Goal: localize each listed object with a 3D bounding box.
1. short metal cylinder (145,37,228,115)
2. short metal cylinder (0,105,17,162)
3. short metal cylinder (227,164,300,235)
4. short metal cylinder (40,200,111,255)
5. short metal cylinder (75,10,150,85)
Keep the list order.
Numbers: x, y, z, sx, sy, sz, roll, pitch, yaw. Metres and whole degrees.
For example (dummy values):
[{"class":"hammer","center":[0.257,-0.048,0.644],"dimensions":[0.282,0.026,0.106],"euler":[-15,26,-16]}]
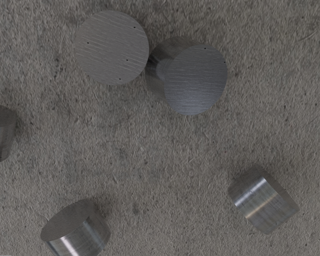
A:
[{"class":"short metal cylinder","center":[0.030,-0.061,0.358],"dimensions":[0.081,0.050,0.079],"euler":[-12,119,-23]},{"class":"short metal cylinder","center":[-0.223,0.004,0.380],"dimensions":[0.080,0.080,0.050],"euler":[17,109,-6]},{"class":"short metal cylinder","center":[0.138,0.094,0.416],"dimensions":[0.080,0.080,0.050],"euler":[40,105,-14]},{"class":"short metal cylinder","center":[-0.117,0.146,0.433],"dimensions":[0.080,0.080,0.050],"euler":[-24,108,8]},{"class":"short metal cylinder","center":[-0.052,-0.095,0.361],"dimensions":[0.081,0.050,0.079],"euler":[0,110,0]}]
